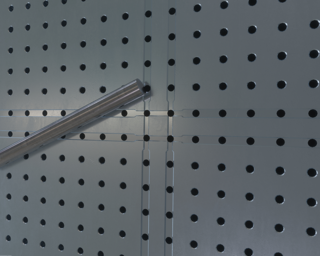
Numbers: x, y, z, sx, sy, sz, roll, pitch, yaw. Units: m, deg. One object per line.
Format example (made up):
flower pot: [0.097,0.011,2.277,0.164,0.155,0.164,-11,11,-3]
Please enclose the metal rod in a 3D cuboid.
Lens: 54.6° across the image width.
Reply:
metal rod: [-0.155,0.003,0.468,0.300,0.025,0.025,-24,82,18]
